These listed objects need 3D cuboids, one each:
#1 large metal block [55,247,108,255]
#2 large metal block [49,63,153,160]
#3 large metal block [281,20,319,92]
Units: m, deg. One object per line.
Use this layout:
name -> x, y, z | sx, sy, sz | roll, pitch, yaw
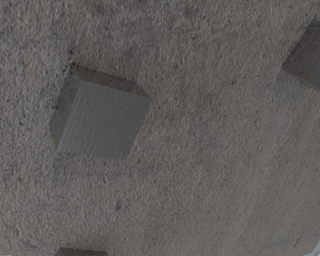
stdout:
large metal block -> -0.127, 0.231, 0.464 | 0.080, 0.050, 0.080 | 24, 105, -37
large metal block -> -0.067, -0.016, 0.344 | 0.081, 0.050, 0.079 | 12, 112, -34
large metal block -> 0.243, -0.101, 0.461 | 0.081, 0.050, 0.080 | 19, 108, -36
